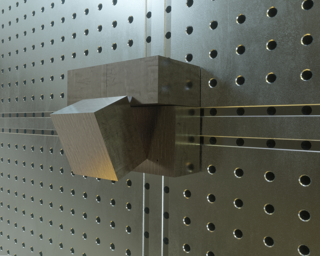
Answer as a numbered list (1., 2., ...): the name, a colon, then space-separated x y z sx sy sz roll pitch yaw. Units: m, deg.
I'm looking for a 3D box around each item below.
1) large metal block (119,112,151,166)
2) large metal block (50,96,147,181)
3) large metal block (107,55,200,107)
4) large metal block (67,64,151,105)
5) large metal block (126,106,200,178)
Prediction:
1. large metal block: -0.060 0.012 0.438 0.080 0.050 0.079 1 91 39
2. large metal block: -0.072 0.011 0.363 0.080 0.050 0.080 0 114 39
3. large metal block: -0.007 -0.051 0.376 0.080 0.081 0.050 1 91 39
4. large metal block: -0.069 -0.053 0.427 0.080 0.081 0.050 1 91 39
5. large metal block: 0.002 0.014 0.386 0.080 0.050 0.079 1 91 39
